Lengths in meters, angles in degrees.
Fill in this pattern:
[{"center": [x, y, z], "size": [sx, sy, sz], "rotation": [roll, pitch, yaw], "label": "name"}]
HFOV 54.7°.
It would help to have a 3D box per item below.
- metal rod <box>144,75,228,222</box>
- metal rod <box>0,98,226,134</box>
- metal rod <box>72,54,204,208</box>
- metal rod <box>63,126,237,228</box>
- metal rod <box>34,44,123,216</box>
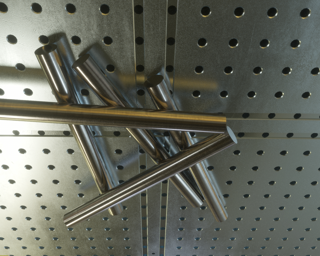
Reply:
[{"center": [0.050, 0.050, 0.454], "size": [0.025, 0.025, 0.299], "rotation": [-18, 128, 14], "label": "metal rod"}, {"center": [-0.073, -0.015, 0.365], "size": [0.302, 0.025, 0.025], "rotation": [4, 130, -4], "label": "metal rod"}, {"center": [-0.013, 0.023, 0.430], "size": [0.025, 0.025, 0.300], "rotation": [-24, 127, 19], "label": "metal rod"}, {"center": [-0.028, 0.079, 0.445], "size": [0.300, 0.025, 0.025], "rotation": [-31, 124, 23], "label": "metal rod"}, {"center": [-0.099, 0.026, 0.432], "size": [0.025, 0.025, 0.298], "rotation": [-8, 130, 6], "label": "metal rod"}]
